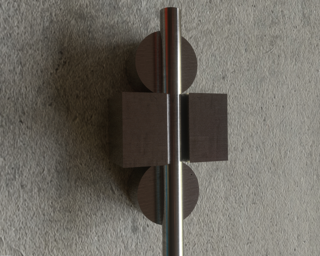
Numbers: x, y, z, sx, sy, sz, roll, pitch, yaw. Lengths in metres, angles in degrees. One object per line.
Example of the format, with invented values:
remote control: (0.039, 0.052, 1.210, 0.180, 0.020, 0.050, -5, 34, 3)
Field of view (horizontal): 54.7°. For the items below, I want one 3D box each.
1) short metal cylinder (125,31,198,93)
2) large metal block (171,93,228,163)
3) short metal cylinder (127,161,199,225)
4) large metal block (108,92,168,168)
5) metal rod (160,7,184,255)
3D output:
short metal cylinder: (0.001, -0.078, 0.397, 0.081, 0.050, 0.080, 0, 90, -20)
large metal block: (0.043, -0.001, 0.397, 0.050, 0.080, 0.080, -1, 90, -20)
short metal cylinder: (0.003, 0.078, 0.399, 0.081, 0.050, 0.080, 0, 90, -20)
large metal block: (-0.029, 0.001, 0.370, 0.050, 0.080, 0.080, -1, 90, -20)
metal rod: (0.014, 0.013, 0.362, 0.025, 0.025, 0.298, -1, 90, -20)
